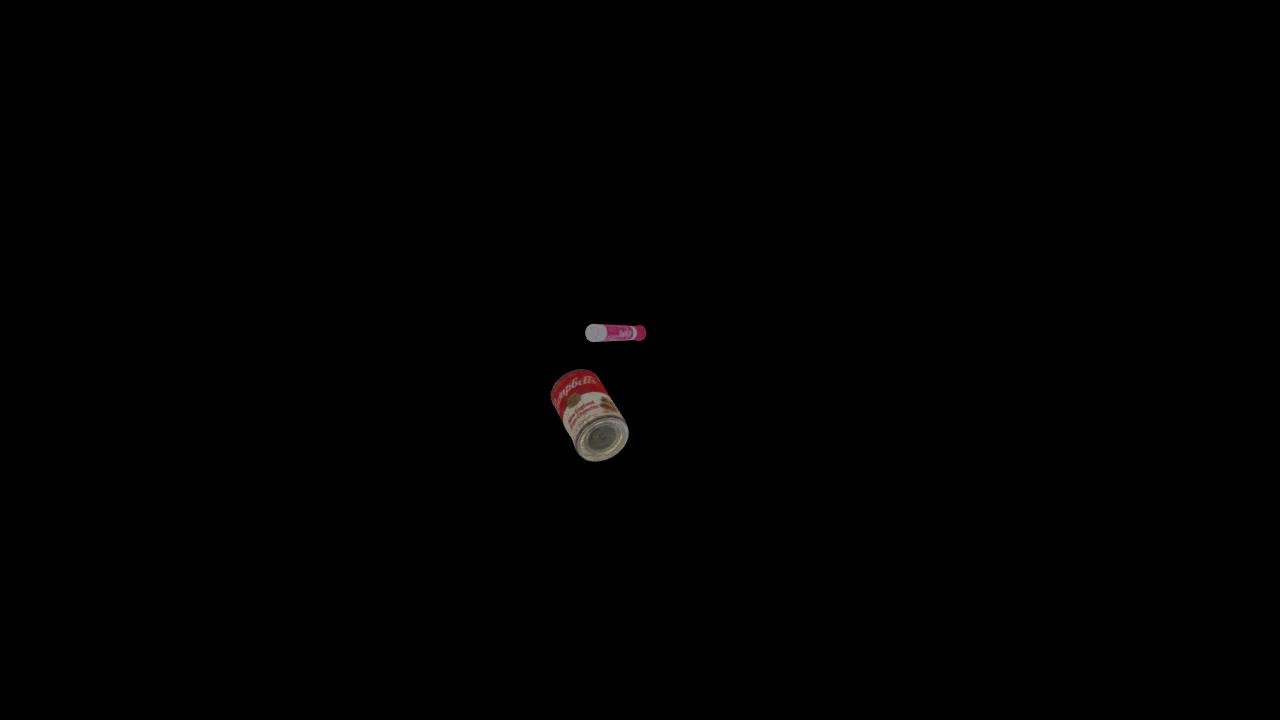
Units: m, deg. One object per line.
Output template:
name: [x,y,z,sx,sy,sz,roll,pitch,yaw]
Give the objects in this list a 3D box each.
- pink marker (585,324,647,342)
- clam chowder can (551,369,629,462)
pink marker: [-0.023,-0.030,0.679,0.020,0.020,0.121,0,2,24]
clam chowder can: [-0.062,0.066,0.745,0.068,0.068,0.102,0,32,-28]
